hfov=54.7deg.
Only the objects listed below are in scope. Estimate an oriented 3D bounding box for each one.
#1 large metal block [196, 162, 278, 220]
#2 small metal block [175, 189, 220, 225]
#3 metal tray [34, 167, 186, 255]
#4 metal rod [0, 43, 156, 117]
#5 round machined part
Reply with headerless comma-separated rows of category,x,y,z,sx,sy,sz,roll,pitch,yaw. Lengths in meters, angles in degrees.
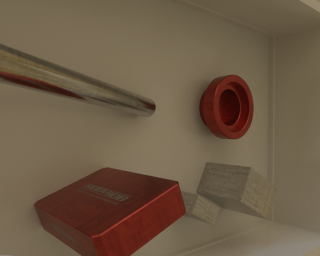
large metal block,0.117,0.095,0.472,0.080,0.080,0.050,36,68,-35
small metal block,0.046,0.110,0.432,0.050,0.050,0.025,36,68,-35
metal tray,-0.052,0.076,0.297,0.091,0.130,0.030,-25,107,-37
metal rod,-0.079,-0.038,0.260,0.301,0.025,0.025,10,83,-65
round machined part,0.100,-0.031,0.482,0.099,0.042,0.097,0,90,-40
